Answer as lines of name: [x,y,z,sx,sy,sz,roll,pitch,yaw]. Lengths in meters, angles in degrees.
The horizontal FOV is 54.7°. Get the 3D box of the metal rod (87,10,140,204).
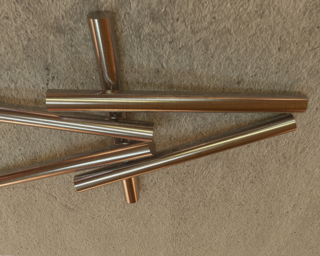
metal rod: [-0.053,-0.001,0.407,0.025,0.025,0.298,-3,130,2]

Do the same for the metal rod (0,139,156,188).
metal rod: [-0.150,0.056,0.436,0.301,0.025,0.025,-13,129,18]

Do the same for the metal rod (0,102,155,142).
metal rod: [-0.158,-0.015,0.375,0.302,0.025,0.025,8,130,0]

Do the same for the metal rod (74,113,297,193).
metal rod: [0.030,0.035,0.418,0.301,0.025,0.025,-17,129,5]

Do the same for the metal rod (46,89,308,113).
metal rod: [0.027,-0.030,0.362,0.302,0.025,0.025,0,131,-9]
